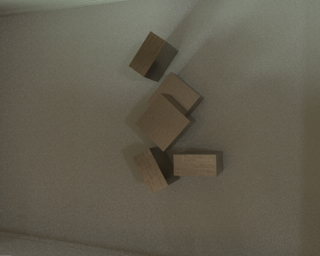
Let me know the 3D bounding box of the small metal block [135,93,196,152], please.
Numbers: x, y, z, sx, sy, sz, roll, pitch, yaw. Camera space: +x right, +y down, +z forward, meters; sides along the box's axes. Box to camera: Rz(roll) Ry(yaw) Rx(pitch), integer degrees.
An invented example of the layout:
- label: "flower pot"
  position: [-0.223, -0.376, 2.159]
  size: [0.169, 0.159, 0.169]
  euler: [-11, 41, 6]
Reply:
- label: "small metal block"
  position: [0.007, -0.007, 0.382]
  size: [0.050, 0.025, 0.050]
  euler: [45, 109, 14]

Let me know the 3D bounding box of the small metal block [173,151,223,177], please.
- label: "small metal block"
  position: [0.048, 0.043, 0.380]
  size: [0.050, 0.050, 0.025]
  euler: [-2, 90, 20]

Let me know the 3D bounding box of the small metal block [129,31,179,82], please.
- label: "small metal block"
  position: [-0.007, -0.090, 0.400]
  size: [0.025, 0.050, 0.050]
  euler: [38, 102, 16]

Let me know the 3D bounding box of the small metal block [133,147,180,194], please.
- label: "small metal block"
  position: [-0.003, 0.052, 0.398]
  size: [0.025, 0.050, 0.050]
  euler: [-31, 80, 17]

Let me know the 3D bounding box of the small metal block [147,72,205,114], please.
- label: "small metal block"
  position: [0.020, -0.036, 0.403]
  size: [0.050, 0.025, 0.050]
  euler: [43, 103, 15]
